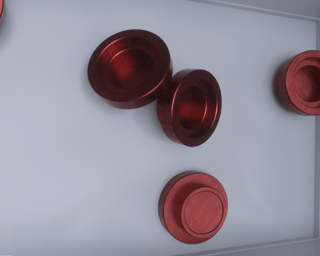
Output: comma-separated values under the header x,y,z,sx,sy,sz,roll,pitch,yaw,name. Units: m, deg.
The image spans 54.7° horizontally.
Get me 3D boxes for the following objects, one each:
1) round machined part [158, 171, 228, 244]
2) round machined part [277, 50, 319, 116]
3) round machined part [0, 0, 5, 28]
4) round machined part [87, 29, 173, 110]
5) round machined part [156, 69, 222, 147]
x,y,z,sx,sy,sz,roll,pitch,yaw,name
0.050,0.109,0.420,0.099,0.042,0.097,0,90,-20,round machined part
0.226,-0.067,0.479,0.099,0.042,0.097,0,89,-11,round machined part
-0.215,-0.130,0.321,0.099,0.042,0.097,0,90,-22,round machined part
-0.033,-0.066,0.372,0.098,0.042,0.098,-4,67,11,round machined part
0.034,-0.027,0.401,0.099,0.042,0.097,-13,108,-43,round machined part
